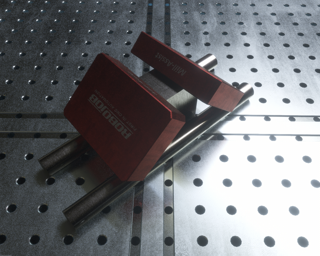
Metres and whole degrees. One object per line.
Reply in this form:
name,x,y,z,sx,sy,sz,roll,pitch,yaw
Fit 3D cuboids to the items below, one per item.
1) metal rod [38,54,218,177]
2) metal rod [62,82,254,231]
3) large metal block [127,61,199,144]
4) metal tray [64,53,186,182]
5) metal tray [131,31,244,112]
metal rod,-0.027,-0.031,0.433,0.302,0.025,0.025,-35,59,-26
metal rod,0.016,0.021,0.391,0.302,0.025,0.025,-34,58,-26
large metal block,0.001,-0.028,0.394,0.080,0.080,0.050,-35,59,-26
metal tray,-0.045,-0.014,0.349,0.130,0.030,0.090,43,105,29
metal tray,0.035,-0.071,0.397,0.130,0.030,0.090,39,16,27
